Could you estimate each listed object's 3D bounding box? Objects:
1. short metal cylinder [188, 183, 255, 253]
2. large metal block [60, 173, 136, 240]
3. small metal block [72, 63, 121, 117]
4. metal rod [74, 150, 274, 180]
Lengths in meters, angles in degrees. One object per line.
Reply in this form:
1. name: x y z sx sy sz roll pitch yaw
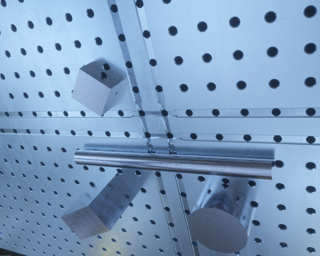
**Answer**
1. short metal cylinder: 0.085 0.124 0.426 0.080 0.050 0.079 13 124 20
2. large metal block: -0.100 0.128 0.505 0.080 0.080 0.050 -29 103 37
3. small metal block: -0.088 -0.052 0.423 0.050 0.025 0.050 33 129 6
4. metal rod: 0.002 0.049 0.438 0.300 0.025 0.025 0 119 27
